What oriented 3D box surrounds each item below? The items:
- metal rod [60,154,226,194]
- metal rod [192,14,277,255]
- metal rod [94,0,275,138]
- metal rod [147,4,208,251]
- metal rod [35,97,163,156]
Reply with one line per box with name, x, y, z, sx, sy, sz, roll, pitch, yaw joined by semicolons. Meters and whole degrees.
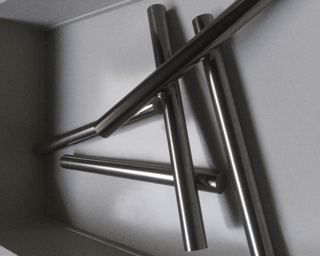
metal rod;-0.047;0.060;0.443;0.300;0.025;0.025;1;91;39
metal rod;0.081;0.016;0.338;0.025;0.025;0.299;-20;77;38
metal rod;0.037;-0.083;0.338;0.299;0.025;0.025;-38;67;21
metal rod;0.017;-0.014;0.369;0.025;0.025;0.299;-21;70;38
metal rod;-0.114;0.006;0.498;0.300;0.025;0.025;-18;79;38
